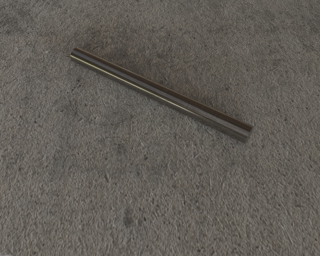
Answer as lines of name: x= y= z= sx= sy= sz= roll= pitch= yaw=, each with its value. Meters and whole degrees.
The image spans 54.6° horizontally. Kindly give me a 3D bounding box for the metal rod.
metal rod: x=-0.011 y=-0.055 z=0.449 sx=0.300 sy=0.025 sz=0.025 roll=27 pitch=55 yaw=21
